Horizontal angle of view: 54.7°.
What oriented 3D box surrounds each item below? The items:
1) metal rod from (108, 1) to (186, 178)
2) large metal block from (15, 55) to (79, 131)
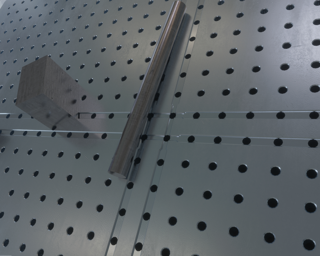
[{"bbox_3d":[-0.012,-0.071,0.457,0.025,0.025,0.300,5,64,30],"label":"metal rod"},{"bbox_3d":[-0.177,-0.055,0.500,0.050,0.080,0.080,-20,54,16],"label":"large metal block"}]
